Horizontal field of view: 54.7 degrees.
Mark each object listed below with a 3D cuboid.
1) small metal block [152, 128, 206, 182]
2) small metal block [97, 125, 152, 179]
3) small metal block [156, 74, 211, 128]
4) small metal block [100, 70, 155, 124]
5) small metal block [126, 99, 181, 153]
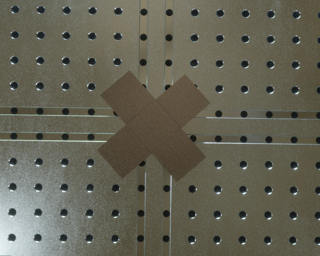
[{"bbox_3d":[0.025,0.035,0.414,0.050,0.025,0.050,-41,91,0],"label":"small metal block"},{"bbox_3d":[-0.046,0.031,0.413,0.050,0.025,0.050,-41,91,0],"label":"small metal block"},{"bbox_3d":[0.030,-0.035,0.413,0.050,0.025,0.050,-41,91,0],"label":"small metal block"},{"bbox_3d":[-0.042,-0.040,0.413,0.050,0.025,0.050,-41,91,0],"label":"small metal block"},{"bbox_3d":[-0.009,-0.002,0.412,0.050,0.025,0.050,-41,91,0],"label":"small metal block"}]
